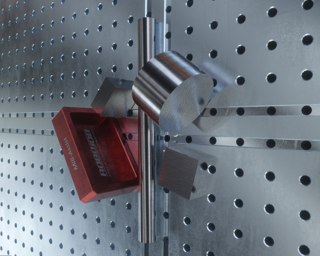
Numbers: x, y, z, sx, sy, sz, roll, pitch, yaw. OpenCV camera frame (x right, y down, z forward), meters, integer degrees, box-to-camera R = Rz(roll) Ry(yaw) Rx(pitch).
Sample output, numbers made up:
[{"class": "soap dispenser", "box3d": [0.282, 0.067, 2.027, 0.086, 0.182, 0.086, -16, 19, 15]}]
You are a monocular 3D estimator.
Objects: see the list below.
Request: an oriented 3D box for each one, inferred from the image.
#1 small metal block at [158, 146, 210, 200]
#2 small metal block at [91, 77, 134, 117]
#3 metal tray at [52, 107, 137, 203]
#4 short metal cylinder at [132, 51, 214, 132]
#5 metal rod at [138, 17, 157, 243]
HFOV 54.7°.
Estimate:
[{"class": "small metal block", "box3d": [0.029, 0.054, 0.385, 0.050, 0.025, 0.050, 19, 102, 38]}, {"class": "small metal block", "box3d": [-0.062, -0.043, 0.441, 0.025, 0.050, 0.050, 49, 119, 28]}, {"class": "metal tray", "box3d": [-0.087, 0.033, 0.435, 0.030, 0.091, 0.130, -40, 66, 33]}, {"class": "short metal cylinder", "box3d": [0.015, -0.042, 0.359, 0.050, 0.081, 0.080, 45, 117, 30]}, {"class": "metal rod", "box3d": [-0.017, 0.003, 0.421, 0.025, 0.025, 0.298, 0, 90, 39]}]
